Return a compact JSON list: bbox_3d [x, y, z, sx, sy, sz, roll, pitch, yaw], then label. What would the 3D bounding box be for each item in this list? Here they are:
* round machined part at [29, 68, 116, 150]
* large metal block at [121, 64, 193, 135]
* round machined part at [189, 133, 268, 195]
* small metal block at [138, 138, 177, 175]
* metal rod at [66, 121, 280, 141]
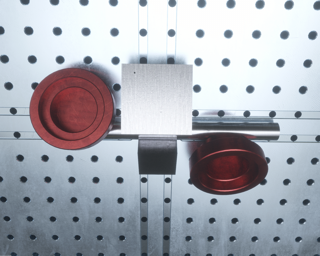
[{"bbox_3d":[-0.103,-0.021,0.382,0.099,0.042,0.097,0,84,-1],"label":"round machined part"},{"bbox_3d":[-0.004,-0.033,0.376,0.081,0.050,0.079,1,92,-1],"label":"large metal block"},{"bbox_3d":[0.087,0.044,0.408,0.099,0.042,0.097,0,136,0],"label":"round machined part"},{"bbox_3d":[-0.003,0.039,0.417,0.050,0.025,0.050,1,139,-1],"label":"small metal block"},{"bbox_3d":[0.006,0.003,0.415,0.302,0.025,0.025,0,110,-1],"label":"metal rod"}]
